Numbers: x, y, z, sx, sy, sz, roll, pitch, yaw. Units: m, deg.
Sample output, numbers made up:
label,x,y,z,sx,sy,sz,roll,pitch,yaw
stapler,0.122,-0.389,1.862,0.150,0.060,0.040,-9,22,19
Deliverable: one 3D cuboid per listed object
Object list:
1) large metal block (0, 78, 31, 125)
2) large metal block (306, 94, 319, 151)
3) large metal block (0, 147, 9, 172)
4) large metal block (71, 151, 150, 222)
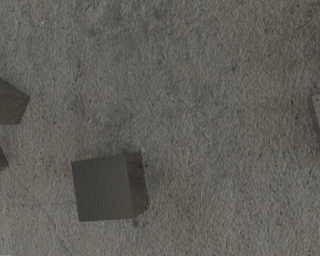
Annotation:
label,x,y,z,sx,sy,sz,roll,pitch,yaw
large metal block,-0.264,-0.046,0.473,0.080,0.080,0.050,30,100,17
large metal block,0.208,-0.003,0.322,0.080,0.050,0.080,-14,86,19
large metal block,-0.309,0.049,0.505,0.080,0.050,0.080,-33,80,17
large metal block,-0.066,0.078,0.419,0.080,0.050,0.080,-10,87,19
